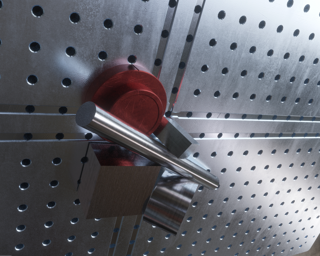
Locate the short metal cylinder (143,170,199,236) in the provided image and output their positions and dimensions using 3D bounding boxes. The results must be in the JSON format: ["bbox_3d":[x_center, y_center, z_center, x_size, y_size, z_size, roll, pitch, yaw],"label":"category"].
[{"bbox_3d":[0.016,0.106,0.444,0.080,0.050,0.080,22,92,-79],"label":"short metal cylinder"}]

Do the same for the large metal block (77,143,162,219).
[{"bbox_3d":[-0.055,0.068,0.405,0.081,0.050,0.079,5,116,-31],"label":"large metal block"}]

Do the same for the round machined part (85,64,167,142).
[{"bbox_3d":[-0.035,-0.022,0.368,0.099,0.042,0.097,-14,125,-21],"label":"round machined part"}]

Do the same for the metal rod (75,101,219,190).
[{"bbox_3d":[0.010,0.039,0.400,0.025,0.025,0.301,-49,142,6],"label":"metal rod"}]

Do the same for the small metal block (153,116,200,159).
[{"bbox_3d":[0.021,0.013,0.404,0.025,0.050,0.050,-48,164,9],"label":"small metal block"}]
